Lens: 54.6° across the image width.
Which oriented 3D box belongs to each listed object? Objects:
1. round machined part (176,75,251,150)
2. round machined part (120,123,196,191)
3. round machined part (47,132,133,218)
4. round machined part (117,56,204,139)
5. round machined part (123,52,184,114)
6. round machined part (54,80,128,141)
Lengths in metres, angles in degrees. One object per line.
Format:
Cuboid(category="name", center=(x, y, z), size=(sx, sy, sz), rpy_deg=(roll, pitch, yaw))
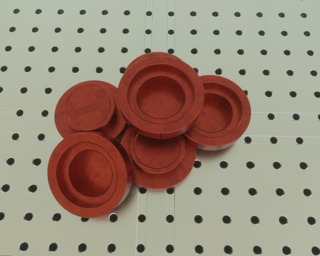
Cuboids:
Cuboid(category="round machined part", center=(0.065, -0.017, 0.409), size=(0.099, 0.042, 0.098), rpy_deg=(0, 70, 0))
Cuboid(category="round machined part", center=(-0.003, 0.028, 0.392), size=(0.099, 0.042, 0.098), rpy_deg=(0, 70, 0))
Cuboid(category="round machined part", center=(-0.079, 0.052, 0.369), size=(0.098, 0.042, 0.097), rpy_deg=(1, 93, 14))
Cuboid(category="round machined part", center=(0.001, -0.033, 0.369), size=(0.099, 0.042, 0.098), rpy_deg=(0, 70, 0))
Cuboid(category="round machined part", center=(-0.003, -0.064, 0.426), size=(0.099, 0.042, 0.098), rpy_deg=(0, 70, 0))
Cuboid(category="round machined part", center=(-0.090, -0.020, 0.410), size=(0.099, 0.042, 0.098), rpy_deg=(0, 70, 0))
